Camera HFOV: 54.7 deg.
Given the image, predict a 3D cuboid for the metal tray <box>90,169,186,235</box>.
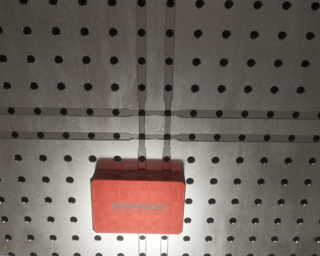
[{"bbox_3d":[-0.031,0.108,0.450,0.131,0.030,0.089,2,110,-1],"label":"metal tray"}]
